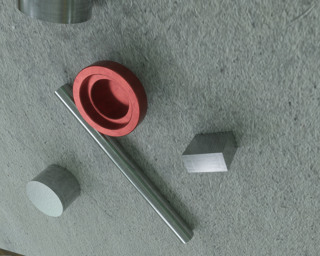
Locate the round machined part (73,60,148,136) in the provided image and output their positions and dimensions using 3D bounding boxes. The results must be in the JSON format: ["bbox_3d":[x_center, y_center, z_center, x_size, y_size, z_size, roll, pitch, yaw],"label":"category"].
[{"bbox_3d":[-0.060,-0.041,0.402,0.098,0.042,0.097,13,124,21],"label":"round machined part"}]

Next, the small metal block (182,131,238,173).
[{"bbox_3d":[0.061,0.028,0.376,0.050,0.050,0.025,-7,115,31],"label":"small metal block"}]

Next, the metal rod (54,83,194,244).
[{"bbox_3d":[-0.049,0.058,0.468,0.025,0.025,0.300,-32,101,38],"label":"metal rod"}]

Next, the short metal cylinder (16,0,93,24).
[{"bbox_3d":[-0.113,-0.153,0.336,0.080,0.080,0.050,26,127,12],"label":"short metal cylinder"}]

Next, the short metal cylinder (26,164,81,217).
[{"bbox_3d":[-0.193,0.113,0.562,0.080,0.050,0.079,13,124,21],"label":"short metal cylinder"}]
